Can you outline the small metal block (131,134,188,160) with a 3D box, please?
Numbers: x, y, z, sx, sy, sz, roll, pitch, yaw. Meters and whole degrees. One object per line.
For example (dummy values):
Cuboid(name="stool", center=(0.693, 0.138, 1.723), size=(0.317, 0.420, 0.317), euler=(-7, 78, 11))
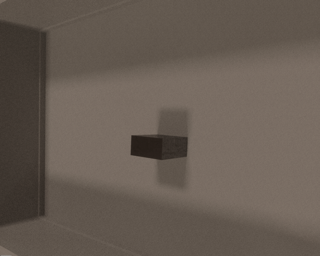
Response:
Cuboid(name="small metal block", center=(-0.001, 0.023, 0.389), size=(0.050, 0.050, 0.025), euler=(4, 93, 39))
